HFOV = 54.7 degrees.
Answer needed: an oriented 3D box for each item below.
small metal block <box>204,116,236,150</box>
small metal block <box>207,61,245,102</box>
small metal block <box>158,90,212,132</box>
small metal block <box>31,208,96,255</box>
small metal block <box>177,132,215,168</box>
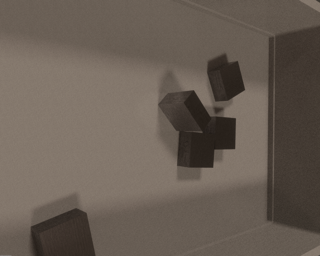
[{"bbox_3d":[0.094,0.008,0.488,0.050,0.025,0.050,3,88,-40],"label":"small metal block"},{"bbox_3d":[0.107,-0.075,0.499,0.050,0.025,0.050,-30,109,-36],"label":"small metal block"},{"bbox_3d":[0.033,-0.022,0.421,0.025,0.050,0.050,-51,121,-28],"label":"small metal block"},{"bbox_3d":[-0.100,0.119,0.324,0.050,0.025,0.050,-16,100,-39],"label":"small metal block"},{"bbox_3d":[0.054,0.032,0.454,0.050,0.025,0.050,7,86,-40],"label":"small metal block"}]
